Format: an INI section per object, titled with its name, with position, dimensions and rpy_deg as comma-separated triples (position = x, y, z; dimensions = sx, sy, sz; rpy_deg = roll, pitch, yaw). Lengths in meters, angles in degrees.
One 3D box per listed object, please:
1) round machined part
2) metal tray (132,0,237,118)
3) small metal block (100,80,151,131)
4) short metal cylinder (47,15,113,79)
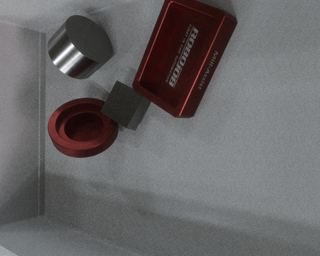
[round machined part]
position = -0.111, 0.004, 0.461
dimensions = 0.098, 0.099, 0.042
rpy_deg = 47, 154, 29
[metal tray]
position = 0.025, -0.088, 0.381
dimensions = 0.090, 0.030, 0.129
rpy_deg = 36, 112, 33
[small metal block]
position = -0.047, -0.031, 0.431
dimensions = 0.050, 0.025, 0.050
rpy_deg = 31, 95, 25
[short metal cylinder]
position = -0.119, -0.121, 0.467
dimensions = 0.050, 0.081, 0.080
rpy_deg = -30, 71, 36
